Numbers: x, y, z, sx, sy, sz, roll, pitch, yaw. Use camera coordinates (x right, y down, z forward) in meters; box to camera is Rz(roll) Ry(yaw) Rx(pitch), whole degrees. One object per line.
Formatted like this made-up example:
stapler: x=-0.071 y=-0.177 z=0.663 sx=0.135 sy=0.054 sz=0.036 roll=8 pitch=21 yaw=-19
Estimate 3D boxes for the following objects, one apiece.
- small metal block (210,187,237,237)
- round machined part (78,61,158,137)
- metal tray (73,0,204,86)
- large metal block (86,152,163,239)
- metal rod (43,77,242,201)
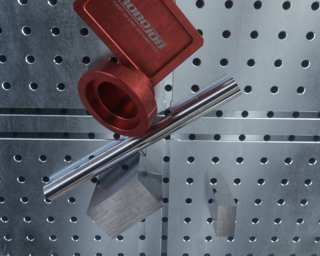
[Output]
small metal block: x=0.090 y=0.119 z=0.445 sx=0.025 sy=0.050 sz=0.050 roll=-1 pitch=110 yaw=0
round machined part: x=-0.045 y=-0.039 z=0.372 sx=0.098 sy=0.042 sz=0.097 roll=21 pitch=142 yaw=18
metal tray: x=-0.023 y=-0.122 z=0.365 sx=0.090 sy=0.030 sz=0.130 roll=-39 pitch=106 yaw=13
large metal block: x=-0.044 y=0.087 z=0.415 sx=0.080 sy=0.080 sz=0.050 roll=-36 pitch=107 yaw=12
metal rod: x=-0.030 y=0.020 z=0.420 sx=0.300 sy=0.025 sz=0.025 roll=-30 pitch=108 yaw=10
